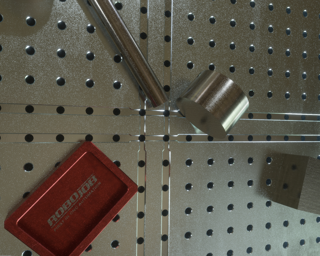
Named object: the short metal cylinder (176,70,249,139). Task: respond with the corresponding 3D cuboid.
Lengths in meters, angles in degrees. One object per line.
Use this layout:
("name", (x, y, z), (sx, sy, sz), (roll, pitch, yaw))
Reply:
("short metal cylinder", (0.069, -0.030, 0.410), (0.080, 0.080, 0.050), (44, 76, -15))

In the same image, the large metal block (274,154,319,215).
("large metal block", (0.237, 0.091, 0.489), (0.081, 0.050, 0.080), (17, 84, -20))

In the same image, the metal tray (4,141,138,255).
("metal tray", (-0.102, 0.090, 0.372), (0.090, 0.030, 0.130), (47, 75, -15))

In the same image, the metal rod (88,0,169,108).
("metal rod", (-0.075, -0.159, 0.385), (0.025, 0.025, 0.299), (-35, 102, -17))

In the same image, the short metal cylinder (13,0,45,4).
("short metal cylinder", (-0.152, -0.187, 0.343), (0.081, 0.050, 0.079), (0, 90, -20))
